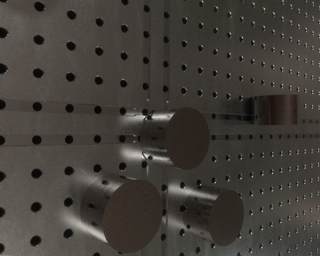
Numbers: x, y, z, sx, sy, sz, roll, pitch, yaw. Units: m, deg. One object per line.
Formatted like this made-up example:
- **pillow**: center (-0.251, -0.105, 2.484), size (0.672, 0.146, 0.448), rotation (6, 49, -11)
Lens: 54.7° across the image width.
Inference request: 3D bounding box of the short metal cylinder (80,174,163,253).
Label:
- **short metal cylinder**: center (-0.044, 0.096, 0.358), size (0.081, 0.050, 0.079), rotation (0, 90, -40)

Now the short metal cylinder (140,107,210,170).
- **short metal cylinder**: center (0.021, 0.013, 0.412), size (0.081, 0.050, 0.079), rotation (0, 90, -40)

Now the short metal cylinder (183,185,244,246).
- **short metal cylinder**: center (0.081, 0.129, 0.464), size (0.081, 0.050, 0.079), rotation (0, 90, -40)

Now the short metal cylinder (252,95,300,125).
- **short metal cylinder**: center (0.204, -0.031, 0.548), size (0.081, 0.080, 0.050), rotation (-3, 92, -40)
